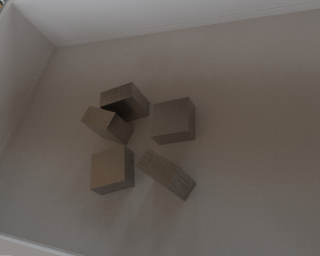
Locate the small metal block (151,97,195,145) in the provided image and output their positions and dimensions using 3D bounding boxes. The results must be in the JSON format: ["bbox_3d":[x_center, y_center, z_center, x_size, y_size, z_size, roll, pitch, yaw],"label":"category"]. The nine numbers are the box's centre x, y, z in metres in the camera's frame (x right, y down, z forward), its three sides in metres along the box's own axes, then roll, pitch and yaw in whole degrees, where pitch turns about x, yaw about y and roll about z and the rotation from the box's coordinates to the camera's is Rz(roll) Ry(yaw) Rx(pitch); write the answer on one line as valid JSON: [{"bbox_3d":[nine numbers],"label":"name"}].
[{"bbox_3d":[0.018,-0.009,0.402,0.050,0.025,0.050,-10,57,23],"label":"small metal block"}]

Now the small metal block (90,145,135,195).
[{"bbox_3d":[-0.062,0.055,0.405,0.050,0.025,0.050,-17,55,18],"label":"small metal block"}]

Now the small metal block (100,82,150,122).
[{"bbox_3d":[-0.049,-0.033,0.436,0.050,0.050,0.025,-16,56,19],"label":"small metal block"}]

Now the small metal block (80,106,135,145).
[{"bbox_3d":[-0.072,-0.003,0.430,0.050,0.050,0.025,15,70,34],"label":"small metal block"}]

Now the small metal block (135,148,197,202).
[{"bbox_3d":[0.008,0.053,0.353,0.050,0.050,0.025,29,78,37],"label":"small metal block"}]
